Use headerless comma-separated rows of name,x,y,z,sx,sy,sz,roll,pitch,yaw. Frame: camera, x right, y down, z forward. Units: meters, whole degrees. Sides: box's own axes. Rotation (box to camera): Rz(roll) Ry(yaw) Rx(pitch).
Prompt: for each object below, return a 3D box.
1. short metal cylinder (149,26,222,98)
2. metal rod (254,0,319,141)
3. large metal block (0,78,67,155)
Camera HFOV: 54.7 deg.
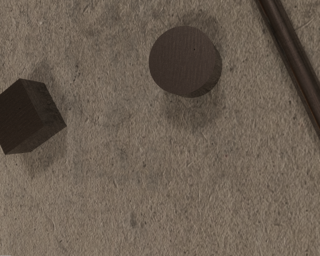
short metal cylinder,0.033,-0.079,0.384,0.080,0.050,0.079,0,90,19
metal rod,0.143,-0.108,0.358,0.025,0.025,0.299,-24,82,18
large metal block,-0.202,-0.016,0.465,0.080,0.050,0.080,-33,80,16
